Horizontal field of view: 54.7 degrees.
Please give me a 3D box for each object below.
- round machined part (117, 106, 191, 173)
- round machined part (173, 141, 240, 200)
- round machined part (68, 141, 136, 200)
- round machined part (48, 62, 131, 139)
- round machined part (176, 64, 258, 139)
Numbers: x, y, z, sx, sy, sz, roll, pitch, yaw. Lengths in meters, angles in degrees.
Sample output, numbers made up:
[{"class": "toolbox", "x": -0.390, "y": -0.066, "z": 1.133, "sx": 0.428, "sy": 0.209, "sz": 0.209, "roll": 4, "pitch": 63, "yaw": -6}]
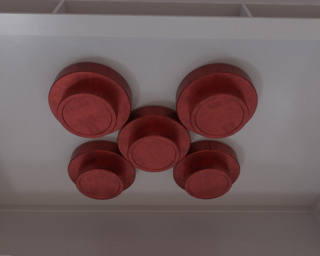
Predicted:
[{"class": "round machined part", "x": -0.008, "y": 0.022, "z": 0.414, "sx": 0.099, "sy": 0.042, "sz": 0.097, "roll": -1, "pitch": 130, "yaw": 0}, {"class": "round machined part", "x": 0.069, "y": 0.068, "z": 0.455, "sx": 0.099, "sy": 0.042, "sz": 0.097, "roll": -1, "pitch": 130, "yaw": 0}, {"class": "round machined part", "x": -0.085, "y": 0.068, "z": 0.453, "sx": 0.099, "sy": 0.042, "sz": 0.097, "roll": -1, "pitch": 130, "yaw": 0}, {"class": "round machined part", "x": -0.084, "y": -0.026, "z": 0.373, "sx": 0.099, "sy": 0.042, "sz": 0.097, "roll": -1, "pitch": 130, "yaw": 0}, {"class": "round machined part", "x": 0.069, "y": -0.025, "z": 0.376, "sx": 0.099, "sy": 0.042, "sz": 0.097, "roll": -1, "pitch": 130, "yaw": 0}]
